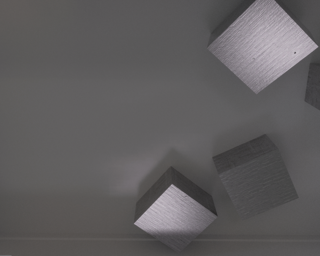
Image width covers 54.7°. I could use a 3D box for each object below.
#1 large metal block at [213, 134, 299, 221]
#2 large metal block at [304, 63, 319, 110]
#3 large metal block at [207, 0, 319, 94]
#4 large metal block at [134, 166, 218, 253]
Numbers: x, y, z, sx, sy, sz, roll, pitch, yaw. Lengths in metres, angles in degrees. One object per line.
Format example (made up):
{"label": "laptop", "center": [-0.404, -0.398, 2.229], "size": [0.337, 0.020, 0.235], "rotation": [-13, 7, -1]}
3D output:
{"label": "large metal block", "center": [0.128, 0.067, 0.424], "size": [0.080, 0.050, 0.080], "rotation": [-26, 108, 9]}
{"label": "large metal block", "center": [0.232, -0.046, 0.367], "size": [0.080, 0.080, 0.050], "rotation": [-1, 110, 0]}
{"label": "large metal block", "center": [0.112, -0.100, 0.349], "size": [0.080, 0.050, 0.080], "rotation": [39, 125, -14]}
{"label": "large metal block", "center": [0.021, 0.116, 0.441], "size": [0.080, 0.050, 0.080], "rotation": [38, 106, -13]}
